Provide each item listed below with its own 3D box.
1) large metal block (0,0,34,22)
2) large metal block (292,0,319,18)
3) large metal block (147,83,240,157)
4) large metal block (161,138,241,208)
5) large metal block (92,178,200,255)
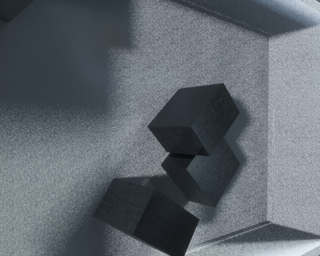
[{"bbox_3d":[-0.140,-0.142,0.254,0.050,0.080,0.079,-2,91,-40],"label":"large metal block"},{"bbox_3d":[0.327,-0.301,0.671,0.080,0.050,0.080,52,59,-27],"label":"large metal block"},{"bbox_3d":[0.045,-0.011,0.410,0.080,0.080,0.050,-51,121,-28],"label":"large metal block"},{"bbox_3d":[0.060,0.053,0.444,0.080,0.050,0.080,-51,120,-28],"label":"large metal block"},{"bbox_3d":[-0.016,0.104,0.359,0.080,0.080,0.050,41,65,-33],"label":"large metal block"}]
